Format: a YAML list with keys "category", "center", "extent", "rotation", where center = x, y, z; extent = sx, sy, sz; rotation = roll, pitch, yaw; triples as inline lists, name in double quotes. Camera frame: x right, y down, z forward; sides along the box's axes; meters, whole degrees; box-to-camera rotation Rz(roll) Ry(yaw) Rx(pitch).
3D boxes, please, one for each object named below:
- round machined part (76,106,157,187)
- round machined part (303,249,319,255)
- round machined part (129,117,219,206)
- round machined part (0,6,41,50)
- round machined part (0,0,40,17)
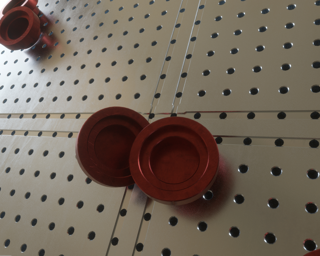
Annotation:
- category: "round machined part"
  center: [-0.056, 0.025, 0.389]
  extent: [0.042, 0.098, 0.098]
  rotation: [-30, 36, 64]
- category: "round machined part"
  center: [0.143, 0.142, 0.236]
  extent: [0.098, 0.042, 0.098]
  rotation: [-13, 56, 21]
- category: "round machined part"
  center: [0.017, 0.040, 0.354]
  extent: [0.098, 0.042, 0.098]
  rotation: [-4, 64, 8]
- category: "round machined part"
  center: [-0.304, -0.213, 0.681]
  extent: [0.098, 0.042, 0.098]
  rotation: [-5, 71, 16]
- category: "round machined part"
  center: [-0.330, -0.280, 0.742]
  extent: [0.098, 0.042, 0.098]
  rotation: [-15, 51, 20]
